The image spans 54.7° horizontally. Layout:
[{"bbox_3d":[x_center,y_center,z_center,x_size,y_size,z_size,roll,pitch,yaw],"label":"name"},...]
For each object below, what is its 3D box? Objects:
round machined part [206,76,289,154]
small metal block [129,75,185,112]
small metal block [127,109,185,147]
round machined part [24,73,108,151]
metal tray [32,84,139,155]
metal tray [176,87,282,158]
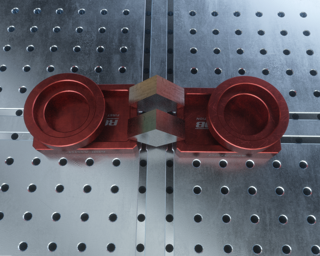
[{"bbox_3d":[0.108,-0.014,0.395,0.099,0.042,0.098,0,70,0],"label":"round machined part"},{"bbox_3d":[-0.004,-0.040,0.398,0.050,0.050,0.025,-18,63,41],"label":"small metal block"},{"bbox_3d":[-0.005,0.001,0.382,0.050,0.050,0.025,-18,63,41],"label":"small metal block"},{"bbox_3d":[-0.116,-0.017,0.395,0.099,0.042,0.098,0,70,0],"label":"round machined part"},{"bbox_3d":[-0.095,-0.012,0.414,0.131,0.030,0.090,-1,72,-1],"label":"metal tray"},{"bbox_3d":[0.087,-0.007,0.412,0.131,0.030,0.090,1,70,0],"label":"metal tray"}]
